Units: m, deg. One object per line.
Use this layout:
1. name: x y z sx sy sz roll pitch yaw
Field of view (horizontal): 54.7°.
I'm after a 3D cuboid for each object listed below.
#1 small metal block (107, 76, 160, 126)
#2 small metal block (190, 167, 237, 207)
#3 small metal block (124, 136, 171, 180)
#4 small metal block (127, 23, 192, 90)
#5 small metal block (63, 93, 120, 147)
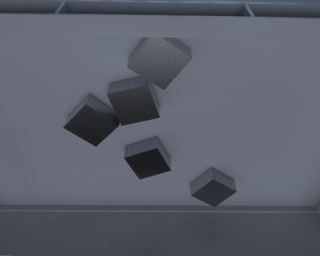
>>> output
1. small metal block: -0.031 -0.034 0.380 0.050 0.025 0.050 -12 129 10
2. small metal block: 0.084 0.094 0.490 0.050 0.025 0.050 30 124 -23
3. small metal block: -0.017 0.043 0.446 0.050 0.025 0.050 -18 128 14
4. small metal block: -0.001 -0.078 0.343 0.050 0.025 0.050 29 124 -23
5. small metal block: -0.087 -0.010 0.400 0.050 0.025 0.050 35 122 -26
